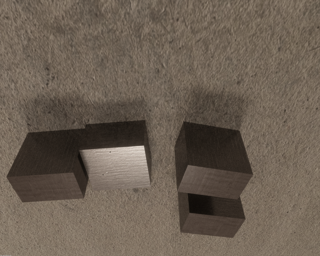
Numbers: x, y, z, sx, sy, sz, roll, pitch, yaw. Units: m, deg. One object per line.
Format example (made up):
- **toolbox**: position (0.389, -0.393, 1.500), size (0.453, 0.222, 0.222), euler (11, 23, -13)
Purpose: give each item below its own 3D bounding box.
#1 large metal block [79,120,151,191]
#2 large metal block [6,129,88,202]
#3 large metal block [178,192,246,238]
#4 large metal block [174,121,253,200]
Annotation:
- **large metal block**: position (-0.056, 0.038, 0.423), size (0.080, 0.050, 0.080), euler (-4, 130, 3)
- **large metal block**: position (-0.139, 0.048, 0.410), size (0.080, 0.080, 0.050), euler (-4, 130, 3)
- **large metal block**: position (0.074, 0.113, 0.469), size (0.081, 0.080, 0.050), euler (9, 130, -8)
- **large metal block**: position (0.066, 0.042, 0.408), size (0.081, 0.080, 0.050), euler (9, 129, -8)
